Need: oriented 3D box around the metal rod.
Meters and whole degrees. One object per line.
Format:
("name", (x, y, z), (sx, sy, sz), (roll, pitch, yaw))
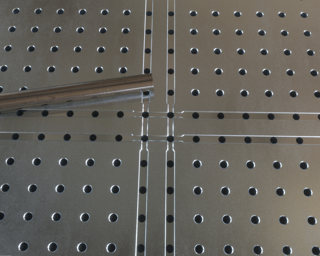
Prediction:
("metal rod", (-0.159, -0.043, 0.426), (0.302, 0.025, 0.025), (-8, 70, -3))
